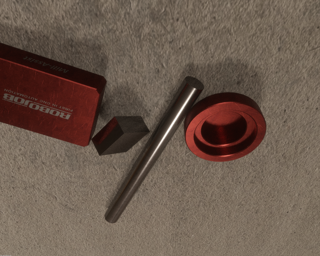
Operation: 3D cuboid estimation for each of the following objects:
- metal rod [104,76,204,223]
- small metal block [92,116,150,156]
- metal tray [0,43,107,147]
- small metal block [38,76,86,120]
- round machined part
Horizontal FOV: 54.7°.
[{"bbox_3d":[-0.022,0.051,0.449,0.025,0.025,0.298,19,128,-16],"label":"metal rod"},{"bbox_3d":[-0.050,0.009,0.397,0.050,0.025,0.050,-41,160,29],"label":"small metal block"},{"bbox_3d":[-0.137,-0.036,0.361,0.131,0.030,0.089,17,128,-6],"label":"metal tray"},{"bbox_3d":[-0.113,-0.037,0.374,0.050,0.025,0.050,0,130,0],"label":"small metal block"},{"bbox_3d":[0.079,-0.006,0.392,0.099,0.042,0.097,-1,131,-1],"label":"round machined part"}]
